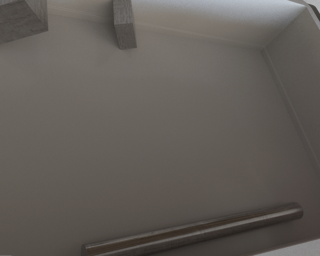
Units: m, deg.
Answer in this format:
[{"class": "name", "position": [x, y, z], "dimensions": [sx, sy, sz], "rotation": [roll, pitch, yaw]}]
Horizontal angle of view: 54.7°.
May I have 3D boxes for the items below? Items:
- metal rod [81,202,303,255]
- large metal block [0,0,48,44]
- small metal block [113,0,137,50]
[{"class": "metal rod", "position": [0.061, 0.120, 0.366], "dimensions": [0.303, 0.025, 0.025], "rotation": [-1, 63, -29]}, {"class": "large metal block", "position": [-0.181, -0.148, 0.358], "dimensions": [0.080, 0.050, 0.080], "rotation": [-14, 65, 5]}, {"class": "small metal block", "position": [-0.051, -0.152, 0.452], "dimensions": [0.025, 0.050, 0.050], "rotation": [-7, 63, 0]}]
